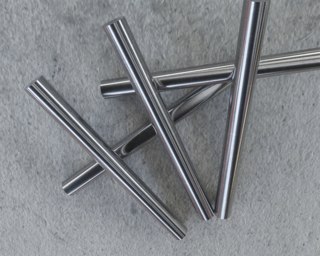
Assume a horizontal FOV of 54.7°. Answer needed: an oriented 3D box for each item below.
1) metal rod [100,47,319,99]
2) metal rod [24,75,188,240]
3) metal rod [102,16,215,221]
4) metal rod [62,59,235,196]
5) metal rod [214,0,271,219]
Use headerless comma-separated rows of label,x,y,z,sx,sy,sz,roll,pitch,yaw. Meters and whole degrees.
metal rod,0.076,-0.065,0.362,0.301,0.025,0.025,-7,110,11
metal rod,-0.053,0.055,0.403,0.025,0.025,0.300,-33,117,11
metal rod,0.010,0.009,0.387,0.025,0.025,0.299,-22,119,7
metal rod,-0.009,0.001,0.410,0.300,0.025,0.025,-35,107,11
metal rod,0.092,0.002,0.374,0.025,0.025,0.298,-1,124,0
